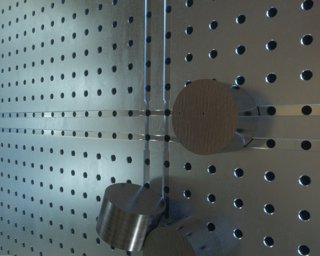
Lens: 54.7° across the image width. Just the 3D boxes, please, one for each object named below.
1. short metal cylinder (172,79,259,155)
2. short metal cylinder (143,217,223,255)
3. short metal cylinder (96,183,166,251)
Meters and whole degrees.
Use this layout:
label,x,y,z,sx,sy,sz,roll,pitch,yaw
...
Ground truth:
label,x,y,z,sx,sy,sz,roll,pitch,yaw
short metal cylinder,0.060,-0.011,0.342,0.080,0.050,0.079,0,90,39
short metal cylinder,0.027,0.152,0.370,0.080,0.050,0.079,0,90,39
short metal cylinder,-0.038,0.113,0.403,0.080,0.081,0.050,26,106,36
